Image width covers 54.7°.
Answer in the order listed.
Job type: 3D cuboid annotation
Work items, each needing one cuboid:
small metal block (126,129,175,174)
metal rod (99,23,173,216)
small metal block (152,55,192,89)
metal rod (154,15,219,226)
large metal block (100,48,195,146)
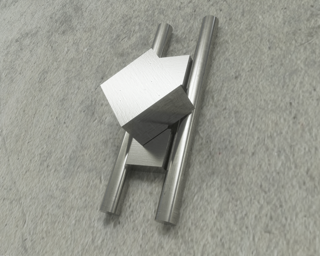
[{"bbox_3d":[-0.009,0.029,0.390,0.050,0.025,0.050,1,62,28],"label":"small metal block"},{"bbox_3d":[-0.026,-0.029,0.436,0.025,0.025,0.300,1,62,28],"label":"metal rod"},{"bbox_3d":[0.018,-0.074,0.438,0.050,0.025,0.050,1,62,28],"label":"small metal block"},{"bbox_3d":[0.041,-0.028,0.401,0.025,0.025,0.300,1,62,28],"label":"metal rod"},{"bbox_3d":[-0.016,-0.039,0.386,0.080,0.050,0.080,-35,52,4],"label":"large metal block"}]
